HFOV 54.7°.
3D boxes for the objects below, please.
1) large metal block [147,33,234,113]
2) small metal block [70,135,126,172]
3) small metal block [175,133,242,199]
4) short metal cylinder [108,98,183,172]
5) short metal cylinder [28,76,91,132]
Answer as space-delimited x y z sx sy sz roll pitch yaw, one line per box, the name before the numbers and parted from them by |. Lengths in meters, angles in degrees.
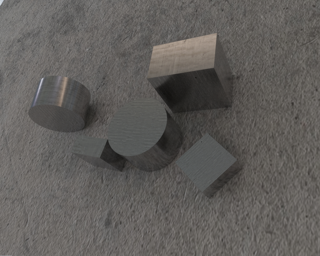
large metal block | 0.041 -0.064 0.386 0.080 0.080 0.050 -5 60 26
small metal block | -0.079 0.034 0.408 0.050 0.050 0.025 7 66 31
small metal block | 0.054 0.042 0.350 0.050 0.025 0.050 -43 51 -1
short metal cylinder | -0.018 0.009 0.392 0.080 0.050 0.080 -13 56 21
short metal cylinder | -0.150 -0.034 0.468 0.080 0.080 0.050 -9 58 23
